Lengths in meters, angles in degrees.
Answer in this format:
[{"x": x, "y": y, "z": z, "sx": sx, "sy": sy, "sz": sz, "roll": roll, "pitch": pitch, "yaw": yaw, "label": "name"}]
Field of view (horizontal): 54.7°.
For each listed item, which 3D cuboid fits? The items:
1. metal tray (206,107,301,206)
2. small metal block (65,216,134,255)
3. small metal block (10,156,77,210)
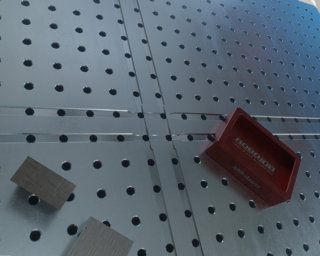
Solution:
[{"x": 0.142, "y": 0.040, "z": 0.458, "sx": 0.130, "sy": 0.030, "sz": 0.090, "roll": 39, "pitch": 51, "yaw": -2, "label": "metal tray"}, {"x": -0.062, "y": 0.123, "z": 0.301, "sx": 0.050, "sy": 0.025, "sz": 0.050, "roll": 34, "pitch": 51, "yaw": -7, "label": "small metal block"}, {"x": -0.109, "y": 0.053, "z": 0.298, "sx": 0.050, "sy": 0.050, "sz": 0.025, "roll": 34, "pitch": 73, "yaw": -7, "label": "small metal block"}]
